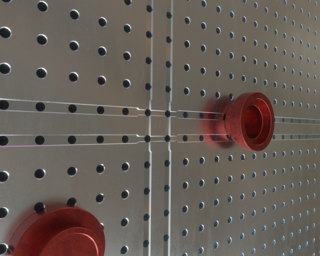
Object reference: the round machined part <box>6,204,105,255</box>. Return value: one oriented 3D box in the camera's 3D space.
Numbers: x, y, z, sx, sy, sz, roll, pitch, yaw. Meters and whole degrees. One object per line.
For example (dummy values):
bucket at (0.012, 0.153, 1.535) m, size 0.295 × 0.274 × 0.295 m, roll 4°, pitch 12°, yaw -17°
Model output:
round machined part at (-0.099, 0.130, 0.315) m, size 0.099 × 0.042 × 0.097 m, roll 0°, pitch 90°, yaw -40°

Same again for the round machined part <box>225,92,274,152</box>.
round machined part at (0.147, -0.010, 0.520) m, size 0.099 × 0.042 × 0.097 m, roll 0°, pitch 90°, yaw -40°
